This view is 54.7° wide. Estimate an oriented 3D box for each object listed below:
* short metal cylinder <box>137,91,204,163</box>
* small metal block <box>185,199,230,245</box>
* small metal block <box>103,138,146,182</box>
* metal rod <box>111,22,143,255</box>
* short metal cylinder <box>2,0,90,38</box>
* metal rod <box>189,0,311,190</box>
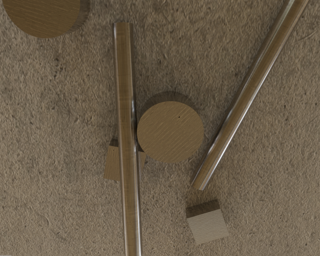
[{"bbox_3d":[0.013,-0.002,0.396,0.081,0.050,0.079,0,110,0],"label":"short metal cylinder"},{"bbox_3d":[0.070,0.140,0.462,0.050,0.025,0.050,-18,109,6],"label":"small metal block"},{"bbox_3d":[-0.047,0.046,0.426,0.050,0.025,0.050,12,110,-5],"label":"small metal block"},{"bbox_3d":[-0.040,0.024,0.392,0.025,0.025,0.298,-2,101,0],"label":"metal rod"},{"bbox_3d":[-0.123,-0.142,0.343,0.081,0.050,0.079,0,110,0],"label":"short metal cylinder"},{"bbox_3d":[0.113,-0.048,0.393,0.025,0.025,0.298,22,108,-8],"label":"metal rod"}]
